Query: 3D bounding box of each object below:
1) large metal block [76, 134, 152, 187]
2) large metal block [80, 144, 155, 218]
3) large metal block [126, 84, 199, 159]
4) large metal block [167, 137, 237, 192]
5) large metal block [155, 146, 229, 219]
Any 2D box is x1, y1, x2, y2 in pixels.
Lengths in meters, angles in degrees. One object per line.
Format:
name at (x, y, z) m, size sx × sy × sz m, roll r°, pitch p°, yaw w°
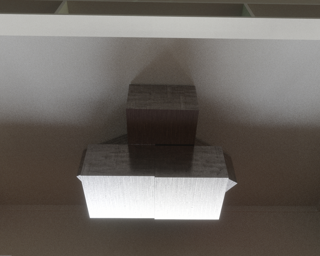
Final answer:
large metal block at (-0.057, 0.062, 0.443) m, size 0.080 × 0.050 × 0.080 m, roll -21°, pitch 127°, yaw 16°
large metal block at (-0.047, 0.066, 0.381) m, size 0.081 × 0.050 × 0.079 m, roll 0°, pitch 130°, yaw -1°
large metal block at (0.002, -0.006, 0.385) m, size 0.081 × 0.050 × 0.079 m, roll 1°, pitch 130°, yaw -1°
large metal block at (0.049, 0.067, 0.446) m, size 0.080 × 0.050 × 0.080 m, roll 28°, pitch 125°, yaw -21°
large metal block at (0.034, 0.068, 0.381) m, size 0.081 × 0.050 × 0.079 m, roll 0°, pitch 130°, yaw -1°
